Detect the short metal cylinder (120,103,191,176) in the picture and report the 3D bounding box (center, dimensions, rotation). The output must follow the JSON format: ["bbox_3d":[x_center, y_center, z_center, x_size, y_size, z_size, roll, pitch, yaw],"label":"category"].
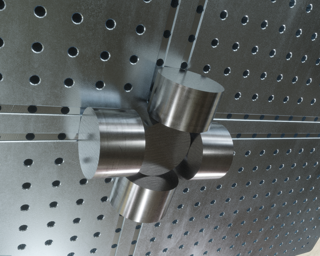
[{"bbox_3d":[-0.008,0.014,0.400,0.081,0.050,0.079,-15,125,-22],"label":"short metal cylinder"}]

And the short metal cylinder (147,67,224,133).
[{"bbox_3d":[0.030,-0.035,0.369,0.081,0.080,0.050,3,117,-30],"label":"short metal cylinder"}]

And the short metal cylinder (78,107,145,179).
[{"bbox_3d":[-0.058,0.017,0.354,0.050,0.080,0.079,1,118,-30],"label":"short metal cylinder"}]

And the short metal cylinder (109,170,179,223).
[{"bbox_3d":[-0.022,0.079,0.411,0.081,0.080,0.050,6,115,-31],"label":"short metal cylinder"}]

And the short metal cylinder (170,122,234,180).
[{"bbox_3d":[0.054,0.031,0.424,0.050,0.080,0.079,4,117,-31],"label":"short metal cylinder"}]
